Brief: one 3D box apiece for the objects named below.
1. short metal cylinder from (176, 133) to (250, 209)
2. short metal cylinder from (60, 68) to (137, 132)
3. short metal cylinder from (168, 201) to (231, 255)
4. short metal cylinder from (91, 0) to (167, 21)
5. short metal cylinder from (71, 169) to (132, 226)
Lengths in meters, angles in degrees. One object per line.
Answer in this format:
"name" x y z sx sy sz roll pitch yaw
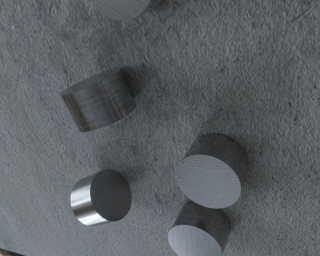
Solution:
"short metal cylinder" 0.067 0.053 0.389 0.080 0.050 0.079 13 124 21
"short metal cylinder" -0.077 -0.036 0.389 0.080 0.080 0.050 -9 114 32
"short metal cylinder" 0.059 0.155 0.455 0.080 0.050 0.079 13 124 21
"short metal cylinder" -0.031 -0.154 0.311 0.080 0.050 0.079 13 124 21
"short metal cylinder" -0.091 0.110 0.487 0.050 0.080 0.080 -25 105 37
